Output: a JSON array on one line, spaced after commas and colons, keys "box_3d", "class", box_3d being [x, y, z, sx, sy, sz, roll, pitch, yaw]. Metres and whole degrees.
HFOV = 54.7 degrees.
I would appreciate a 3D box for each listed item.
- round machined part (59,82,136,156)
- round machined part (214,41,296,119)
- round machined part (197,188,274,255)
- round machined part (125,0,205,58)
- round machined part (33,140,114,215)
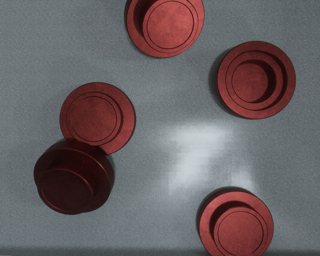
[{"box_3d": [-0.082, -0.011, 0.402, 0.099, 0.042, 0.097, 0, 90, 0], "class": "round machined part"}, {"box_3d": [0.119, -0.059, 0.404, 0.099, 0.042, 0.097, 0, 90, 0], "class": "round machined part"}, {"box_3d": [0.100, 0.131, 0.404, 0.099, 0.042, 0.097, 0, 90, 0], "class": "round machined part"}, {"box_3d": [0.008, -0.131, 0.378, 0.099, 0.042, 0.097, -8, 127, -11], "class": "round machined part"}, {"box_3d": [-0.110, 0.068, 0.383, 0.099, 0.042, 0.097, 3, 116, 6], "class": "round machined part"}]
